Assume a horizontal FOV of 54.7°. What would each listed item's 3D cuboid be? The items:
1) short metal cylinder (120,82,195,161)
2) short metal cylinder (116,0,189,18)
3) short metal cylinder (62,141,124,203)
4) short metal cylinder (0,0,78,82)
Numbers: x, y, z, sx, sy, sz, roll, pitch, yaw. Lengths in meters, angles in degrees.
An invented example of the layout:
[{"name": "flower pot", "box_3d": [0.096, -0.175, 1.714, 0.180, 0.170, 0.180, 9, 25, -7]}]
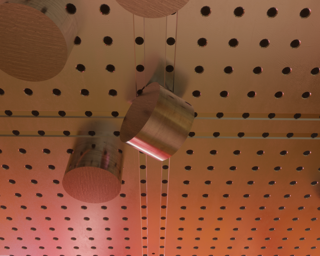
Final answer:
[{"name": "short metal cylinder", "box_3d": [-0.005, -0.008, 0.369, 0.050, 0.080, 0.080, 30, 124, -24]}, {"name": "short metal cylinder", "box_3d": [-0.007, -0.145, 0.272, 0.081, 0.050, 0.079, 0, 130, 0]}, {"name": "short metal cylinder", "box_3d": [-0.095, 0.065, 0.449, 0.081, 0.050, 0.079, 0, 130, 0]}, {"name": "short metal cylinder", "box_3d": [-0.129, -0.094, 0.313, 0.081, 0.050, 0.079, 0, 130, 0]}]
